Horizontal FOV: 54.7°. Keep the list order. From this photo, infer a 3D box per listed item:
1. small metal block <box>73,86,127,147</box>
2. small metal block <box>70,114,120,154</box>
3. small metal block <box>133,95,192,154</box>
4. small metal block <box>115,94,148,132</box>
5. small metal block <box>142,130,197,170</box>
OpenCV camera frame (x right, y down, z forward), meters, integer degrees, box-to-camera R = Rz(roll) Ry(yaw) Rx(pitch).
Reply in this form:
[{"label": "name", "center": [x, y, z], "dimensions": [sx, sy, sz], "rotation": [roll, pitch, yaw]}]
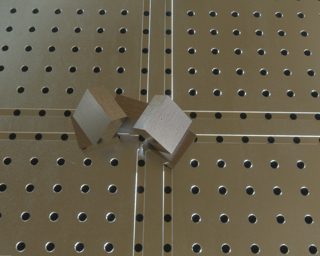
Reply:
[{"label": "small metal block", "center": [-0.073, -0.014, 0.373], "dimensions": [0.025, 0.050, 0.050], "rotation": [-20, 66, -48]}, {"label": "small metal block", "center": [-0.086, 0.001, 0.411], "dimensions": [0.050, 0.025, 0.050], "rotation": [-18, 71, -7]}, {"label": "small metal block", "center": [0.004, -0.004, 0.372], "dimensions": [0.050, 0.025, 0.050], "rotation": [44, 69, -32]}, {"label": "small metal block", "center": [-0.034, -0.016, 0.404], "dimensions": [0.050, 0.050, 0.025], "rotation": [18, 71, 6]}, {"label": "small metal block", "center": [0.012, 0.019, 0.405], "dimensions": [0.050, 0.025, 0.050], "rotation": [34, 73, 11]}]
